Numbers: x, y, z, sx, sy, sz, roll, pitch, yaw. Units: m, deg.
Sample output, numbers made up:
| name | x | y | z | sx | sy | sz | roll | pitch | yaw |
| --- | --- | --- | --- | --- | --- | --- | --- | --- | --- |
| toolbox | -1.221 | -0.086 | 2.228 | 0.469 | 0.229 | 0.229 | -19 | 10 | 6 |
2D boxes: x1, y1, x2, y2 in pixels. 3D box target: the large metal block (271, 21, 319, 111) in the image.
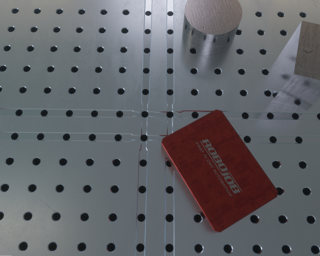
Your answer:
| name | x | y | z | sx | sy | sz | roll | pitch | yaw |
| --- | --- | --- | --- | --- | --- | --- | --- | --- | --- |
| large metal block | 0.193 | -0.080 | 0.413 | 0.050 | 0.080 | 0.080 | 15 | 71 | 5 |

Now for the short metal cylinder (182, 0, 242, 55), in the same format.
| name | x | y | z | sx | sy | sz | roll | pitch | yaw |
| --- | --- | --- | --- | --- | --- | --- | --- | --- | --- |
| short metal cylinder | 0.075 | -0.155 | 0.456 | 0.081 | 0.050 | 0.080 | 0 | 70 | 0 |

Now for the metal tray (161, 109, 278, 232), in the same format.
| name | x | y | z | sx | sy | sz | roll | pitch | yaw |
| --- | --- | --- | --- | --- | --- | --- | --- | --- | --- |
| metal tray | 0.071 | 0.052 | 0.391 | 0.090 | 0.030 | 0.130 | -28 | 73 | -10 |
